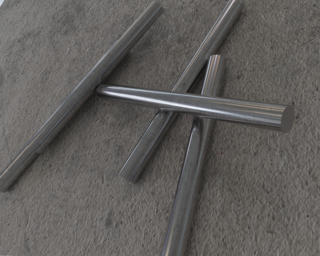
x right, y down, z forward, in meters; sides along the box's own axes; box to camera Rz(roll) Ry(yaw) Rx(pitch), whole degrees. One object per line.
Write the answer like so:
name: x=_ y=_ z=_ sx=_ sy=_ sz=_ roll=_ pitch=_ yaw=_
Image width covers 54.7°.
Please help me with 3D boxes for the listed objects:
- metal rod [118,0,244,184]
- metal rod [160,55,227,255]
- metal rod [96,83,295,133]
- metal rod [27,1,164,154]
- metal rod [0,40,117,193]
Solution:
metal rod: x=0.035 y=-0.060 z=0.422 sx=0.025 sy=0.025 sz=0.300 roll=22 pitch=73 yaw=36
metal rod: x=0.039 y=0.041 z=0.358 sx=0.025 sy=0.025 sz=0.300 roll=2 pitch=63 yaw=29
metal rod: x=0.012 y=-0.033 z=0.379 sx=0.300 sy=0.025 sz=0.025 roll=14 pitch=69 yaw=46
metal rod: x=-0.096 y=-0.084 z=0.488 sx=0.025 sy=0.025 sz=0.300 roll=32 pitch=79 yaw=38
metal rod: x=-0.156 y=-0.024 z=0.500 sx=0.025 sy=0.025 sz=0.300 roll=32 pitch=79 yaw=38
